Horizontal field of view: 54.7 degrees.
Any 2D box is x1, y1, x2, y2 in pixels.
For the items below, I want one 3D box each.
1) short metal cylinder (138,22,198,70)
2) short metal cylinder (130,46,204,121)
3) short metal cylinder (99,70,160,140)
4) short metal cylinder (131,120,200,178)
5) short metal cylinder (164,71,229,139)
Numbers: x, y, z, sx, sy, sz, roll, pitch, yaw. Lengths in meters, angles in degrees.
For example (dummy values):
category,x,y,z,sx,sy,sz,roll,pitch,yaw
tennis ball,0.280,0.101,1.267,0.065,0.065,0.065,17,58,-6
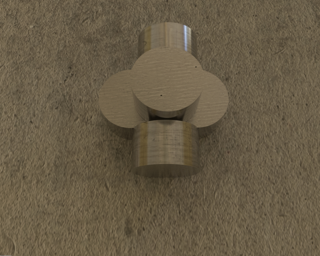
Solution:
category,x,y,z,sx,sy,sz,roll,pitch,yaw
short metal cylinder,0.010,-0.095,0.416,0.081,0.080,0.050,0,70,-1
short metal cylinder,0.008,-0.046,0.359,0.081,0.050,0.080,0,70,0
short metal cylinder,-0.035,-0.029,0.406,0.081,0.050,0.080,0,70,0
short metal cylinder,0.007,0.028,0.371,0.081,0.080,0.050,0,70,0
short metal cylinder,0.045,-0.030,0.407,0.081,0.050,0.080,0,70,0
